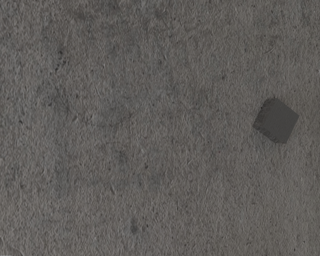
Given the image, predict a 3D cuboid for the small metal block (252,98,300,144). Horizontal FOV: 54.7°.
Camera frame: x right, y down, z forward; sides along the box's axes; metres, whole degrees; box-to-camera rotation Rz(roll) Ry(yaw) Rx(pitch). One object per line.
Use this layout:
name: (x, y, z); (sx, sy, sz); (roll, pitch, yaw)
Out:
small metal block: (0.178, -0.011, 0.475); (0.050, 0.025, 0.050); (33, 79, -17)
